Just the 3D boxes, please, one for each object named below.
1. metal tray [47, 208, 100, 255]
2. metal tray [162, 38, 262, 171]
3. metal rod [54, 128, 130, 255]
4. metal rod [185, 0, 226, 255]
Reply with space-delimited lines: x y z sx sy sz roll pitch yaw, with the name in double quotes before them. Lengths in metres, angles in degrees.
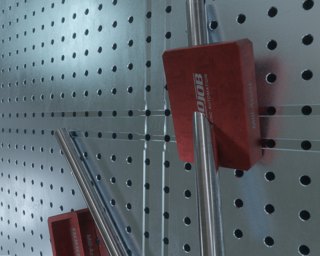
"metal tray" -0.143 0.207 0.520 0.090 0.030 0.129 -22 76 37
"metal tray" 0.056 -0.024 0.333 0.090 0.030 0.129 4 111 39
"metal rod" -0.101 0.123 0.489 0.025 0.025 0.299 -47 62 29
"metal rod" 0.047 -0.006 0.336 0.025 0.025 0.299 -14 71 39
